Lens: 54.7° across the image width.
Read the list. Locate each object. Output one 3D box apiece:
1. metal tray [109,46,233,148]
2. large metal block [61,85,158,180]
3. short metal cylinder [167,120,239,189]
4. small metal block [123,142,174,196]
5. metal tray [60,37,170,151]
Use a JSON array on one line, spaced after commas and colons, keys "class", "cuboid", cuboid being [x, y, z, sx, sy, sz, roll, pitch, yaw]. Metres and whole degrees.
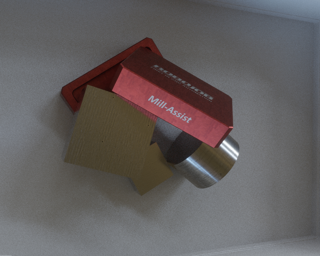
[{"class": "metal tray", "cuboid": [0.019, -0.039, 0.351, 0.130, 0.090, 0.030, 29, 119, -4]}, {"class": "large metal block", "cuboid": [-0.056, 0.006, 0.342, 0.081, 0.050, 0.080, 17, 84, -20]}, {"class": "short metal cylinder", "cuboid": [0.055, 0.031, 0.402, 0.050, 0.080, 0.080, 41, 77, -16]}, {"class": "small metal block", "cuboid": [-0.018, 0.052, 0.403, 0.050, 0.025, 0.050, -31, 100, -18]}, {"class": "metal tray", "cuboid": [-0.045, -0.043, 0.390, 0.131, 0.030, 0.090, -36, 102, -17]}]
